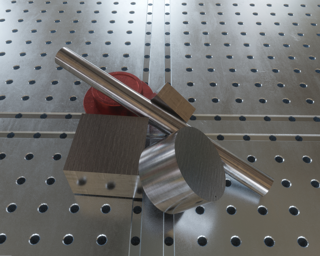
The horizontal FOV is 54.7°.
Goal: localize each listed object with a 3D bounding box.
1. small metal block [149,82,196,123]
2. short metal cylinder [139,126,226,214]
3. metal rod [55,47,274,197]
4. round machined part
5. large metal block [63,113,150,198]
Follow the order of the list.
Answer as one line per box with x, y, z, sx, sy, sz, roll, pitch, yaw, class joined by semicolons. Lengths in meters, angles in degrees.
0.009;-0.025;0.400;0.050;0.050;0.025;42;58;-11;small metal block
0.024;0.045;0.326;0.080;0.050;0.080;30;45;-35;short metal cylinder
-0.002;-0.013;0.376;0.301;0.025;0.025;33;56;9;metal rod
-0.057;-0.041;0.431;0.099;0.042;0.098;0;50;0;round machined part
-0.056;0.031;0.361;0.080;0.050;0.080;4;50;3;large metal block
